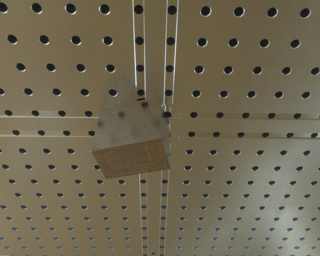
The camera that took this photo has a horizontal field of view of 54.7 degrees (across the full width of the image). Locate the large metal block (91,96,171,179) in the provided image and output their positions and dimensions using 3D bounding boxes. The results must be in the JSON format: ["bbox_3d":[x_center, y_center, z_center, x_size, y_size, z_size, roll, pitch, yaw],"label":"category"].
[{"bbox_3d":[-0.032,0.011,0.385,0.080,0.080,0.050,-10,130,8],"label":"large metal block"}]
